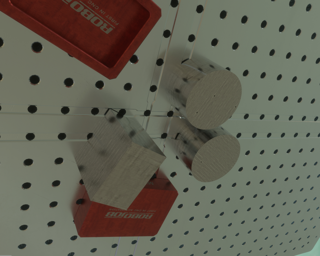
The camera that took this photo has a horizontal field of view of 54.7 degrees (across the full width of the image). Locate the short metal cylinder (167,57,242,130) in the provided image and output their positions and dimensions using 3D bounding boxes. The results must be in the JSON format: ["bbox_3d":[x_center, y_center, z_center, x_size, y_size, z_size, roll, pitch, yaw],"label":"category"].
[{"bbox_3d":[0.056,-0.045,0.398,0.081,0.050,0.079,-14,124,-21],"label":"short metal cylinder"}]

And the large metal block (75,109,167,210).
[{"bbox_3d":[-0.050,0.036,0.371,0.050,0.080,0.080,29,103,-38],"label":"large metal block"}]

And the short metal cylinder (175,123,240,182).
[{"bbox_3d":[0.069,0.032,0.452,0.081,0.050,0.079,-14,124,-21],"label":"short metal cylinder"}]

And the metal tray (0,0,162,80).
[{"bbox_3d":[-0.073,-0.117,0.295,0.131,0.030,0.090,30,101,-38],"label":"metal tray"}]

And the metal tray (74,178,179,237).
[{"bbox_3d":[-0.047,0.115,0.454,0.131,0.030,0.089,13,112,-34],"label":"metal tray"}]
